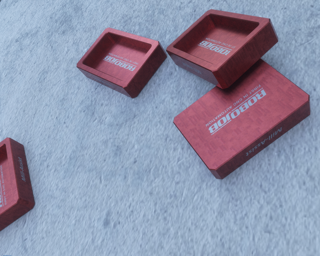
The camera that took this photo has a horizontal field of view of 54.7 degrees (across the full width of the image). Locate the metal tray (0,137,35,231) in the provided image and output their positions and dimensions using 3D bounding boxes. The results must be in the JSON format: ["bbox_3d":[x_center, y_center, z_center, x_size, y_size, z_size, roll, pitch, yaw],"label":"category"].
[{"bbox_3d":[-0.247,0.088,0.473,0.090,0.030,0.130,-35,51,4],"label":"metal tray"}]

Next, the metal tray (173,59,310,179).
[{"bbox_3d":[0.092,-0.014,0.361,0.130,0.030,0.090,-37,51,3],"label":"metal tray"}]

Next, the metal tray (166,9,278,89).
[{"bbox_3d":[0.074,-0.109,0.404,0.090,0.030,0.130,-43,35,-2],"label":"metal tray"}]

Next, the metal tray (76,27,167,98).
[{"bbox_3d":[-0.064,-0.109,0.499,0.130,0.030,0.090,27,76,37],"label":"metal tray"}]
